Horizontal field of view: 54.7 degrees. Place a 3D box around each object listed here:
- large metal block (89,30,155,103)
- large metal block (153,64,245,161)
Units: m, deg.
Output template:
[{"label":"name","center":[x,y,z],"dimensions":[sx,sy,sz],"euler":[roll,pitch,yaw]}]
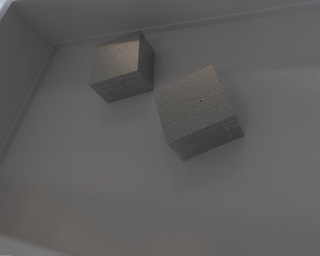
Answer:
[{"label":"large metal block","center":[-0.056,-0.093,0.476],"dimensions":[0.080,0.050,0.080],"euler":[-13,56,21]},{"label":"large metal block","center":[0.045,-0.018,0.377],"dimensions":[0.080,0.050,0.080],"euler":[-24,53,13]}]
